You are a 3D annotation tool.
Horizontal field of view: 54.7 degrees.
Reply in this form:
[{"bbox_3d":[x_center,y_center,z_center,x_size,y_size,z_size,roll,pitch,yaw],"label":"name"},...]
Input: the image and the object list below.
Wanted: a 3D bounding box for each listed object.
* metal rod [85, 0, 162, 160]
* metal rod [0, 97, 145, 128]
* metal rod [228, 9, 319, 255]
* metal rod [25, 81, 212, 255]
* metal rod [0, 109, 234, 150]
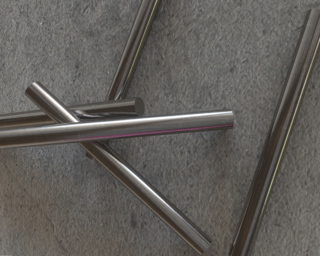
[{"bbox_3d":[-0.040,-0.096,0.422,0.025,0.025,0.298,24,98,18],"label":"metal rod"},{"bbox_3d":[-0.160,-0.016,0.446,0.301,0.025,0.025,-4,89,25],"label":"metal rod"},{"bbox_3d":[0.137,0.014,0.360,0.025,0.025,0.298,18,96,18],"label":"metal rod"},{"bbox_3d":[-0.055,0.049,0.396,0.300,0.025,0.025,42,103,3],"label":"metal rod"},{"bbox_3d":[-0.063,0.002,0.374,0.302,0.025,0.025,-5,88,-2],"label":"metal rod"}]
